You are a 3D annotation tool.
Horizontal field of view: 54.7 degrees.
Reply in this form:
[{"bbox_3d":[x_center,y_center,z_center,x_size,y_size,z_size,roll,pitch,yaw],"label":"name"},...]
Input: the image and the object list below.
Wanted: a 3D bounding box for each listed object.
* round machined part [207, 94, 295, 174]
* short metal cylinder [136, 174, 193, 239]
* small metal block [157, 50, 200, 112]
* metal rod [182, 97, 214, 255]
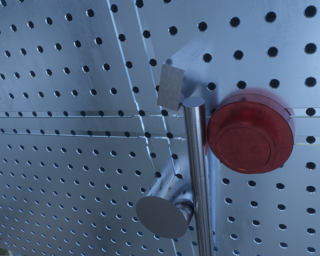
[{"bbox_3d":[0.100,0.014,0.355,0.098,0.042,0.097,13,124,20],"label":"round machined part"},{"bbox_3d":[0.011,0.116,0.460,0.080,0.050,0.079,13,124,20],"label":"short metal cylinder"},{"bbox_3d":[0.021,-0.054,0.349,0.025,0.050,0.050,20,126,16],"label":"small metal block"},{"bbox_3d":[0.057,0.095,0.425,0.025,0.025,0.298,7,126,24],"label":"metal rod"}]
